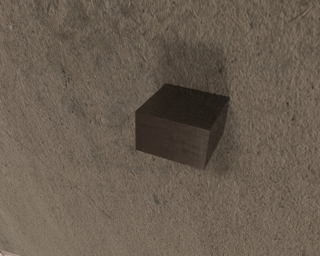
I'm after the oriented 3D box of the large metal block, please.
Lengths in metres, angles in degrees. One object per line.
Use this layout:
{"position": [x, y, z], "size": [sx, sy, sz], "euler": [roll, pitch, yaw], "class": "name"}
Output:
{"position": [0.027, -0.006, 0.353], "size": [0.080, 0.080, 0.050], "euler": [15, 125, 19], "class": "large metal block"}
